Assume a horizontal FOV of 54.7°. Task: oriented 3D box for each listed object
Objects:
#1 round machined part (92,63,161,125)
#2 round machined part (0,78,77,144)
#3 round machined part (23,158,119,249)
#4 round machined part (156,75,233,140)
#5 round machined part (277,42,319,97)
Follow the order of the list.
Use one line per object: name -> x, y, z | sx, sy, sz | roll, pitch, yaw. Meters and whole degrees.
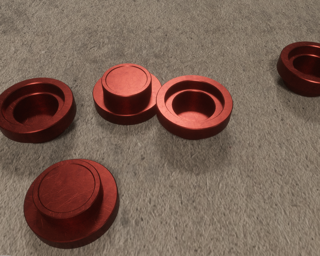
round machined part -> -0.046, -0.054, 0.437 | 0.099, 0.042, 0.098 | 0, 50, 0
round machined part -> -0.159, -0.018, 0.406 | 0.099, 0.042, 0.098 | 0, 50, 0
round machined part -> -0.095, 0.073, 0.330 | 0.099, 0.042, 0.098 | 0, 50, 0
round machined part -> 0.044, -0.023, 0.412 | 0.099, 0.042, 0.098 | 0, 50, 0
round machined part -> 0.226, -0.084, 0.466 | 0.099, 0.042, 0.098 | 0, 50, 0
